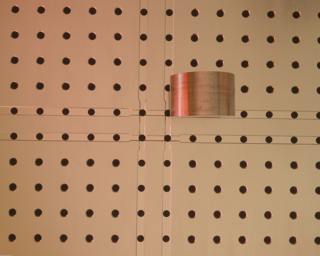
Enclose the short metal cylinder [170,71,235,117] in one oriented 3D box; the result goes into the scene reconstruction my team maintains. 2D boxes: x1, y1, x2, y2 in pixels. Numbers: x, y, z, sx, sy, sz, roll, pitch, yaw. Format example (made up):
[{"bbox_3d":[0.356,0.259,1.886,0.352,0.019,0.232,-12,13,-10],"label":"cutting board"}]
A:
[{"bbox_3d":[0.053,-0.039,0.387,0.081,0.080,0.050,-1,90,-1],"label":"short metal cylinder"}]
